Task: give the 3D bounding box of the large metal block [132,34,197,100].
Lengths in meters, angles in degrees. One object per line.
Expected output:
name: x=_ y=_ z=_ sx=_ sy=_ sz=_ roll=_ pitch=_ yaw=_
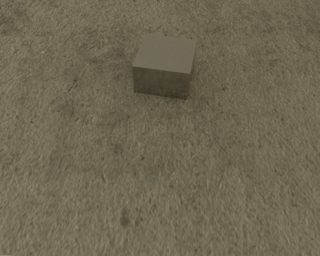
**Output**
large metal block: x=0.009 y=-0.093 z=0.465 sx=0.080 sy=0.050 sz=0.080 roll=9 pitch=51 yaw=7
